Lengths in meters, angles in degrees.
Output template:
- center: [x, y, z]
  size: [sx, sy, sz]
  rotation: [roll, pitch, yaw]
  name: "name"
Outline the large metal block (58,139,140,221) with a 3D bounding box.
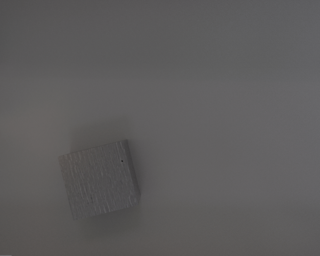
- center: [-0.075, 0.064, 0.399]
  size: [0.080, 0.050, 0.080]
  rotation: [-14, 90, 0]
  name: "large metal block"
